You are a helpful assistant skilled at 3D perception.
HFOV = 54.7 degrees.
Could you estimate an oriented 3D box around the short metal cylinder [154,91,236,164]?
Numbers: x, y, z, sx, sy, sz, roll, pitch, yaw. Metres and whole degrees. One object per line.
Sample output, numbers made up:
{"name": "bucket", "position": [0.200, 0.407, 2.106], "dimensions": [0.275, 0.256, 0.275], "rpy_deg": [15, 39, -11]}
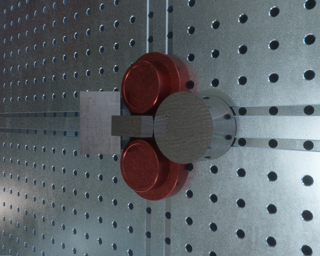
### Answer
{"name": "short metal cylinder", "position": [0.039, -0.001, 0.359], "dimensions": [0.080, 0.050, 0.080], "rpy_deg": [0, 90, 40]}

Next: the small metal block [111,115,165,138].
{"name": "small metal block", "position": [-0.024, -0.002, 0.385], "dimensions": [0.050, 0.050, 0.025], "rpy_deg": [2, 92, 40]}

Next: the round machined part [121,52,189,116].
{"name": "round machined part", "position": [-0.013, -0.052, 0.410], "dimensions": [0.098, 0.042, 0.097], "rpy_deg": [0, 90, 40]}

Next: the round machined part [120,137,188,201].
{"name": "round machined part", "position": [-0.015, 0.048, 0.411], "dimensions": [0.098, 0.042, 0.097], "rpy_deg": [0, 90, 40]}

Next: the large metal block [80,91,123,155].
{"name": "large metal block", "position": [-0.078, -0.007, 0.431], "dimensions": [0.050, 0.080, 0.080], "rpy_deg": [0, 90, -4]}
